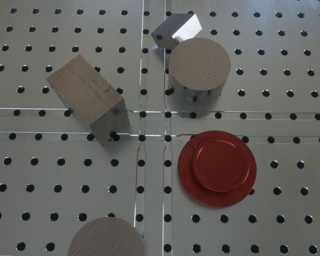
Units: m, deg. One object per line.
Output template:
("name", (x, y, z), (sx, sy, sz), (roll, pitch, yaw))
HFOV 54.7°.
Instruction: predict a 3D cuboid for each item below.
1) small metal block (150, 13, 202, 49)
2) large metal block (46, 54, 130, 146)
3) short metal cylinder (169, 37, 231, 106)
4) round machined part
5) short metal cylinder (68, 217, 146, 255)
("small metal block", (0.023, -0.140, 0.450), (0.050, 0.025, 0.050), (-47, 39, -15))
("large metal block", (-0.087, -0.032, 0.393), (0.050, 0.080, 0.080), (-41, 76, -14))
("short metal cylinder", (0.052, -0.076, 0.427), (0.081, 0.050, 0.080), (0, 70, 0))
("round machined part", (0.072, 0.048, 0.386), (0.099, 0.042, 0.098), (0, 70, -1))
("short metal cylinder", (-0.056, 0.142, 0.346), (0.081, 0.050, 0.080), (0, 70, -1))
